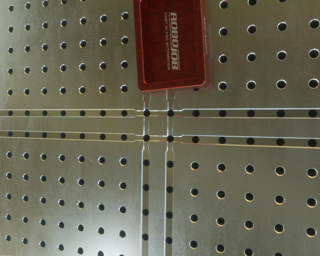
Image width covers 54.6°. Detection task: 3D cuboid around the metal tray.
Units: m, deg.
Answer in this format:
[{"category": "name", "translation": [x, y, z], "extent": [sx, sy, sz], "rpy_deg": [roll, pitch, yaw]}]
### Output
[{"category": "metal tray", "translation": [0.015, -0.114, 0.404], "extent": [0.090, 0.030, 0.129], "rpy_deg": [-4, 89, 20]}]
